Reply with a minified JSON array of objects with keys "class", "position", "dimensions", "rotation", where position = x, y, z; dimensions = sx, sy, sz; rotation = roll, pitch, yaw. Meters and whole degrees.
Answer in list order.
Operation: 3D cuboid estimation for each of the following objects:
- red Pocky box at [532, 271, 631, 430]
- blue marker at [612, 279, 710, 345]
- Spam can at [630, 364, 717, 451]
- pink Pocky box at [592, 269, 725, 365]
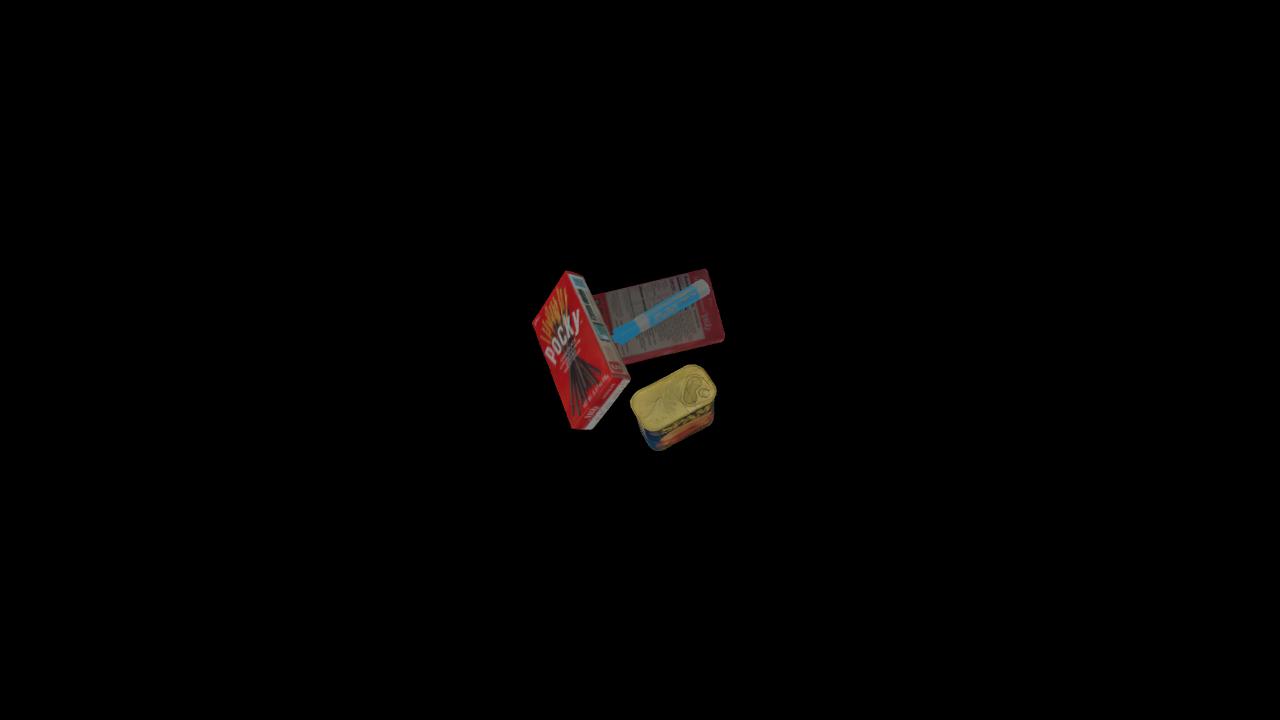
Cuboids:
[{"class":"red Pocky box","position":[-0.065,-0.012,0.636],"dimensions":[0.028,0.155,0.083],"rotation":[8,-48,-38]},{"class":"blue marker","position":[0.022,-0.050,0.652],"dimensions":[0.121,0.020,0.020],"rotation":[-31,11,-18]},{"class":"Spam can","position":[0.044,0.062,0.766],"dimensions":[0.101,0.058,0.085],"rotation":[-27,-26,-7]},{"class":"pink Pocky box","position":[0.011,-0.044,0.694],"dimensions":[0.155,0.084,0.029],"rotation":[-14,-11,0]}]
